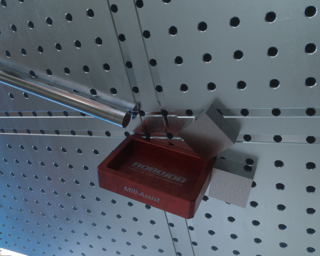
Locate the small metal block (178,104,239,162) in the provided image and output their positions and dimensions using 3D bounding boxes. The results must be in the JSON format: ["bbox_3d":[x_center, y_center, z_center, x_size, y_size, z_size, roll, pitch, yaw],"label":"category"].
[{"bbox_3d":[0.060,0.007,0.383,0.050,0.025,0.050,46,129,-5],"label":"small metal block"}]

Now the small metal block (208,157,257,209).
[{"bbox_3d":[0.094,0.071,0.405,0.050,0.025,0.050,15,125,19],"label":"small metal block"}]

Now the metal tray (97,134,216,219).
[{"bbox_3d":[-0.004,0.058,0.405,0.130,0.090,0.030,15,125,19],"label":"metal tray"}]

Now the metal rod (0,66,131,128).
[{"bbox_3d":[-0.182,-0.060,0.467,0.301,0.025,0.025,20,126,16],"label":"metal rod"}]
